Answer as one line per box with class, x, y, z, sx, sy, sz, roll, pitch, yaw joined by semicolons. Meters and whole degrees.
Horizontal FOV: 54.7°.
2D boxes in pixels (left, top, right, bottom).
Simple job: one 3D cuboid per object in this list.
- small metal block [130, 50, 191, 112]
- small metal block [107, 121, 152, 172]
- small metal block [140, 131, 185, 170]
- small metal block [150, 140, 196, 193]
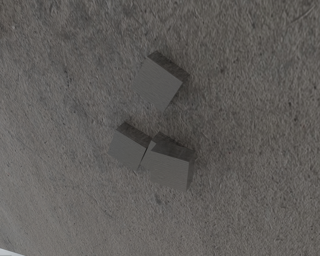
small metal block;0.000;-0.056;0.373;0.050;0.025;0.050;37;129;3
small metal block;-0.043;0.027;0.446;0.050;0.025;0.050;31;128;8
small metal block;0.007;0.041;0.428;0.050;0.025;0.050;31;129;8
small metal block;0.016;0.049;0.397;0.050;0.025;0.050;15;125;19
